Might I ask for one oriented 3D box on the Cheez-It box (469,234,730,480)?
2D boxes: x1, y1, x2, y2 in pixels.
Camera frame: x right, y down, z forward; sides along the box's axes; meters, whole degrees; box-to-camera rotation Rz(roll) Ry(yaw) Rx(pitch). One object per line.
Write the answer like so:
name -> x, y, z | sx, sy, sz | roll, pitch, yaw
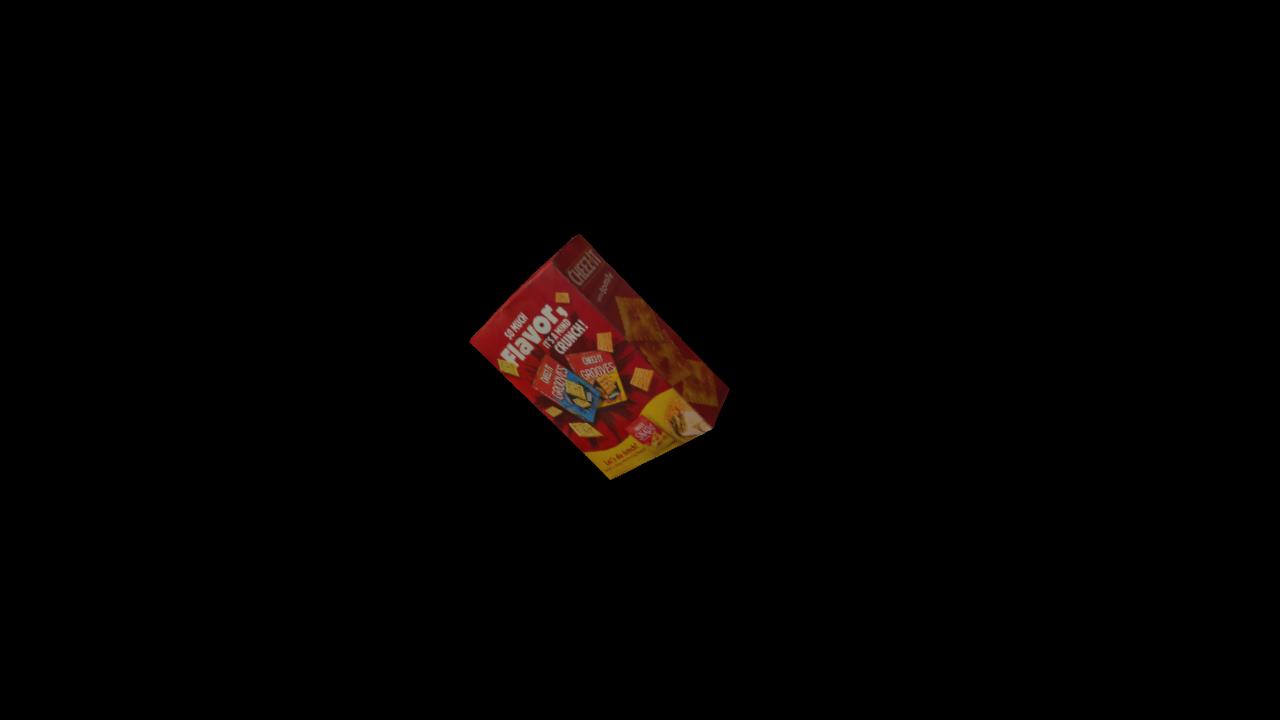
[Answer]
Cheez-It box -> -0.044, 0.007, 0.634 | 0.166, 0.223, 0.071 | -34, 16, 40
